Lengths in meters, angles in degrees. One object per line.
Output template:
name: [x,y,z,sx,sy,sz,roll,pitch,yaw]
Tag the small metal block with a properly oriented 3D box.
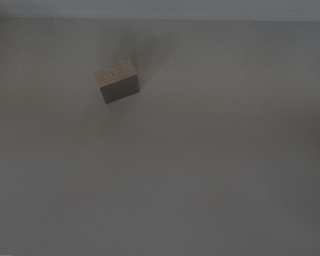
small metal block: [-0.057,-0.061,0.419,0.050,0.050,0.025,-22,72,-8]
